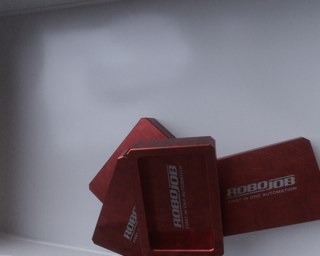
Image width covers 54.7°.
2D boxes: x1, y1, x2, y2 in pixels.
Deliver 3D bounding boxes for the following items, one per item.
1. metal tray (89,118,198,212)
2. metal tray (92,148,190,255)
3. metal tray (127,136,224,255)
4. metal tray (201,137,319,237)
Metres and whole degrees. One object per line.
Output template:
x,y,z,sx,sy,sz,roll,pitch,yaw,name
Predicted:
-0.024,0.061,0.415,0.090,0.030,0.130,42,103,15,metal tray
-0.023,0.100,0.386,0.090,0.030,0.129,21,108,4,metal tray
0.020,0.077,0.339,0.090,0.030,0.129,-4,104,11,metal tray
0.119,0.070,0.366,0.130,0.030,0.090,-17,84,18,metal tray
